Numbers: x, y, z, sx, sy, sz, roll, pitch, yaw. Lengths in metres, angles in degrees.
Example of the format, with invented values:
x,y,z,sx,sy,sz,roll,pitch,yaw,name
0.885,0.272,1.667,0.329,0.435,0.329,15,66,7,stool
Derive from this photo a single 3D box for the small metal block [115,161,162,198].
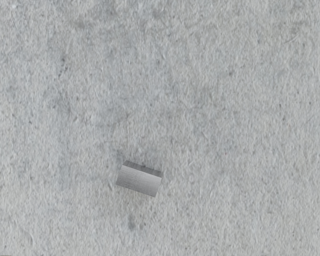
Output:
x,y,z,sx,sy,sz,roll,pitch,yaw,name
-0.026,0.064,0.397,0.050,0.050,0.025,19,90,-1,small metal block
